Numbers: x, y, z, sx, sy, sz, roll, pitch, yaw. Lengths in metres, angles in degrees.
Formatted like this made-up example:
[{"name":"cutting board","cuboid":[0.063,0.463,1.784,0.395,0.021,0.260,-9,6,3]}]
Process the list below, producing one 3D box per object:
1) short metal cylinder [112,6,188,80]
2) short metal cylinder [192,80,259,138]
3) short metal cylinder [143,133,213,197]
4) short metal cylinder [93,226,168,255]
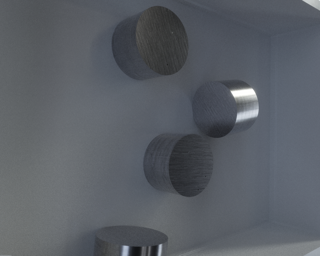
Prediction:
[{"name":"short metal cylinder","cuboid":[-0.011,-0.102,0.380,0.081,0.050,0.080,0,90,-40]},{"name":"short metal cylinder","cuboid":[0.094,-0.029,0.449,0.050,0.080,0.079,-11,97,-40]},{"name":"short metal cylinder","cuboid":[0.025,0.047,0.411,0.081,0.050,0.080,0,90,-40]},{"name":"short metal cylinder","cuboid":[-0.033,0.144,0.343,0.081,0.080,0.050,9,85,-40]}]
